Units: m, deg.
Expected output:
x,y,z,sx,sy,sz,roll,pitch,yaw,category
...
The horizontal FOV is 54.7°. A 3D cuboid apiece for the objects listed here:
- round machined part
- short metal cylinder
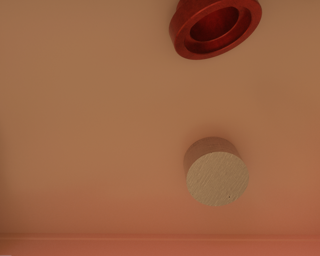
x,y,z,sx,sy,sz,roll,pitch,yaw,category
0.056,-0.121,0.339,0.098,0.098,0.042,-21,71,7,round machined part
0.074,0.058,0.420,0.081,0.050,0.079,0,110,-1,short metal cylinder
